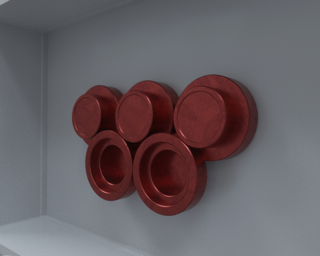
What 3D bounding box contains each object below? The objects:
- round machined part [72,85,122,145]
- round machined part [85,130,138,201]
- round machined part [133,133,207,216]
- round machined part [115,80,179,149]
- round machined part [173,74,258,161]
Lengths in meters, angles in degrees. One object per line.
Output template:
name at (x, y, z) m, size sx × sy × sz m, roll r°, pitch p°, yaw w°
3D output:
round machined part at (-0.097, -0.017, 0.472) m, size 0.098 × 0.042 × 0.097 m, roll -1°, pitch 88°, yaw 39°
round machined part at (-0.060, 0.052, 0.443) m, size 0.098 × 0.042 × 0.097 m, roll 0°, pitch 90°, yaw 40°
round machined part at (0.016, 0.054, 0.380) m, size 0.098 × 0.042 × 0.097 m, roll 0°, pitch 90°, yaw 40°
round machined part at (-0.021, -0.015, 0.411) m, size 0.098 × 0.042 × 0.097 m, roll -1°, pitch 89°, yaw 40°
round machined part at (0.054, -0.011, 0.348) m, size 0.098 × 0.042 × 0.097 m, roll -1°, pitch 89°, yaw 40°
